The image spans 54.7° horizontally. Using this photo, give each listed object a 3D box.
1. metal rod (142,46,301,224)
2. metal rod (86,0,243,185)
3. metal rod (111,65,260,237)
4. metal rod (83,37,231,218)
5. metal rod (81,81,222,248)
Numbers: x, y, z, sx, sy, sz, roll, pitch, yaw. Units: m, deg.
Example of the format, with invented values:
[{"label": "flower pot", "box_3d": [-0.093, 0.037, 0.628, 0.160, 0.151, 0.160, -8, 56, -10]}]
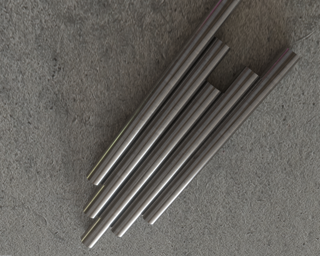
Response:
[{"label": "metal rod", "box_3d": [0.072, 0.021, 0.419, 0.025, 0.025, 0.299, 35, 106, -12]}, {"label": "metal rod", "box_3d": [-0.004, -0.041, 0.396, 0.025, 0.025, 0.299, 35, 106, -12]}, {"label": "metal rod", "box_3d": [0.025, 0.041, 0.426, 0.025, 0.025, 0.299, 35, 106, -12]}, {"label": "metal rod", "box_3d": [-0.013, 0.010, 0.415, 0.025, 0.025, 0.299, 35, 106, -12]}, {"label": "metal rod", "box_3d": [-0.021, 0.060, 0.433, 0.025, 0.025, 0.299, 35, 106, -12]}]
